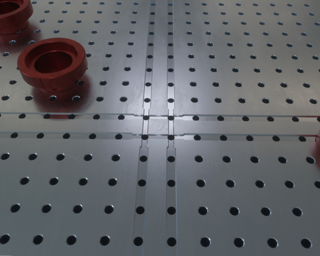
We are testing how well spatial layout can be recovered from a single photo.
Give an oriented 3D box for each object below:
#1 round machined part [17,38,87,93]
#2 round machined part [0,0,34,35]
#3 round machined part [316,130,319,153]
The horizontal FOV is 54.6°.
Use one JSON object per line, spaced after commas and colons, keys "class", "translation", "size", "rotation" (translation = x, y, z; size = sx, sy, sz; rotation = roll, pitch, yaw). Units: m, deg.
{"class": "round machined part", "translation": [-0.160, -0.092, 0.473], "size": [0.099, 0.042, 0.098], "rotation": [0, 50, 0]}
{"class": "round machined part", "translation": [-0.284, -0.209, 0.571], "size": [0.099, 0.042, 0.098], "rotation": [0, 50, 0]}
{"class": "round machined part", "translation": [0.254, 0.015, 0.385], "size": [0.099, 0.042, 0.098], "rotation": [0, 50, 0]}
